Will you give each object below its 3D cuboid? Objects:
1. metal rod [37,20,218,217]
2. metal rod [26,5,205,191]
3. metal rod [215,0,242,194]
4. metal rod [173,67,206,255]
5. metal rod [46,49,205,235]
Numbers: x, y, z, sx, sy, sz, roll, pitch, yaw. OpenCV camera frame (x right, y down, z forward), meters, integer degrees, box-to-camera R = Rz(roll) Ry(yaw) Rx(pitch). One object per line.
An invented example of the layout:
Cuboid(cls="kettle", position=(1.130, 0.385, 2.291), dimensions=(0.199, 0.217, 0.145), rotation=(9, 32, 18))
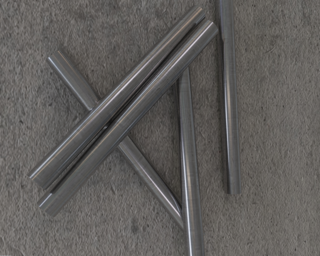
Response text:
Cuboid(cls="metal rod", position=(-0.028, -0.022, 0.371), dimensions=(0.025, 0.025, 0.300), rotation=(45, 75, -15))
Cuboid(cls="metal rod", position=(-0.038, -0.051, 0.373), dimensions=(0.025, 0.025, 0.301), rotation=(46, 68, -15))
Cuboid(cls="metal rod", position=(0.098, -0.056, 0.444), dimensions=(0.025, 0.025, 0.298), rotation=(-3, 91, -20))
Cuboid(cls="metal rod", position=(0.038, 0.062, 0.403), dimensions=(0.025, 0.025, 0.298), rotation=(-2, 83, -20))
Cuboid(cls="metal rod", position=(-0.036, 0.032, 0.395), dimensions=(0.025, 0.025, 0.300), rotation=(-40, 103, -15))
